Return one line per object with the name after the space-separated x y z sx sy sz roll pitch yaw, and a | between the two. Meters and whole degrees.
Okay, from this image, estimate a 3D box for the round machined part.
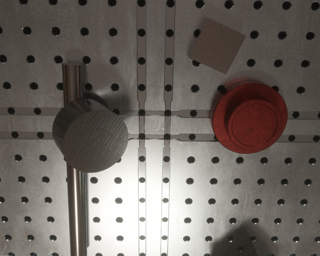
0.117 -0.010 0.402 0.099 0.042 0.097 0 110 -1 | round machined part

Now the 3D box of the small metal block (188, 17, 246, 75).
0.068 -0.100 0.378 0.050 0.025 0.050 22 108 -9 | small metal block

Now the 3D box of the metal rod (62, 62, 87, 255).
-0.117 0.060 0.433 0.025 0.025 0.298 3 110 -2 | metal rod

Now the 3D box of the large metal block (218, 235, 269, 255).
0.138 0.232 0.488 0.080 0.050 0.080 -39 106 13 | large metal block

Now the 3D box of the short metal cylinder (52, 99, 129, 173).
-0.086 0.009 0.384 0.081 0.050 0.079 -13 116 -28 | short metal cylinder
